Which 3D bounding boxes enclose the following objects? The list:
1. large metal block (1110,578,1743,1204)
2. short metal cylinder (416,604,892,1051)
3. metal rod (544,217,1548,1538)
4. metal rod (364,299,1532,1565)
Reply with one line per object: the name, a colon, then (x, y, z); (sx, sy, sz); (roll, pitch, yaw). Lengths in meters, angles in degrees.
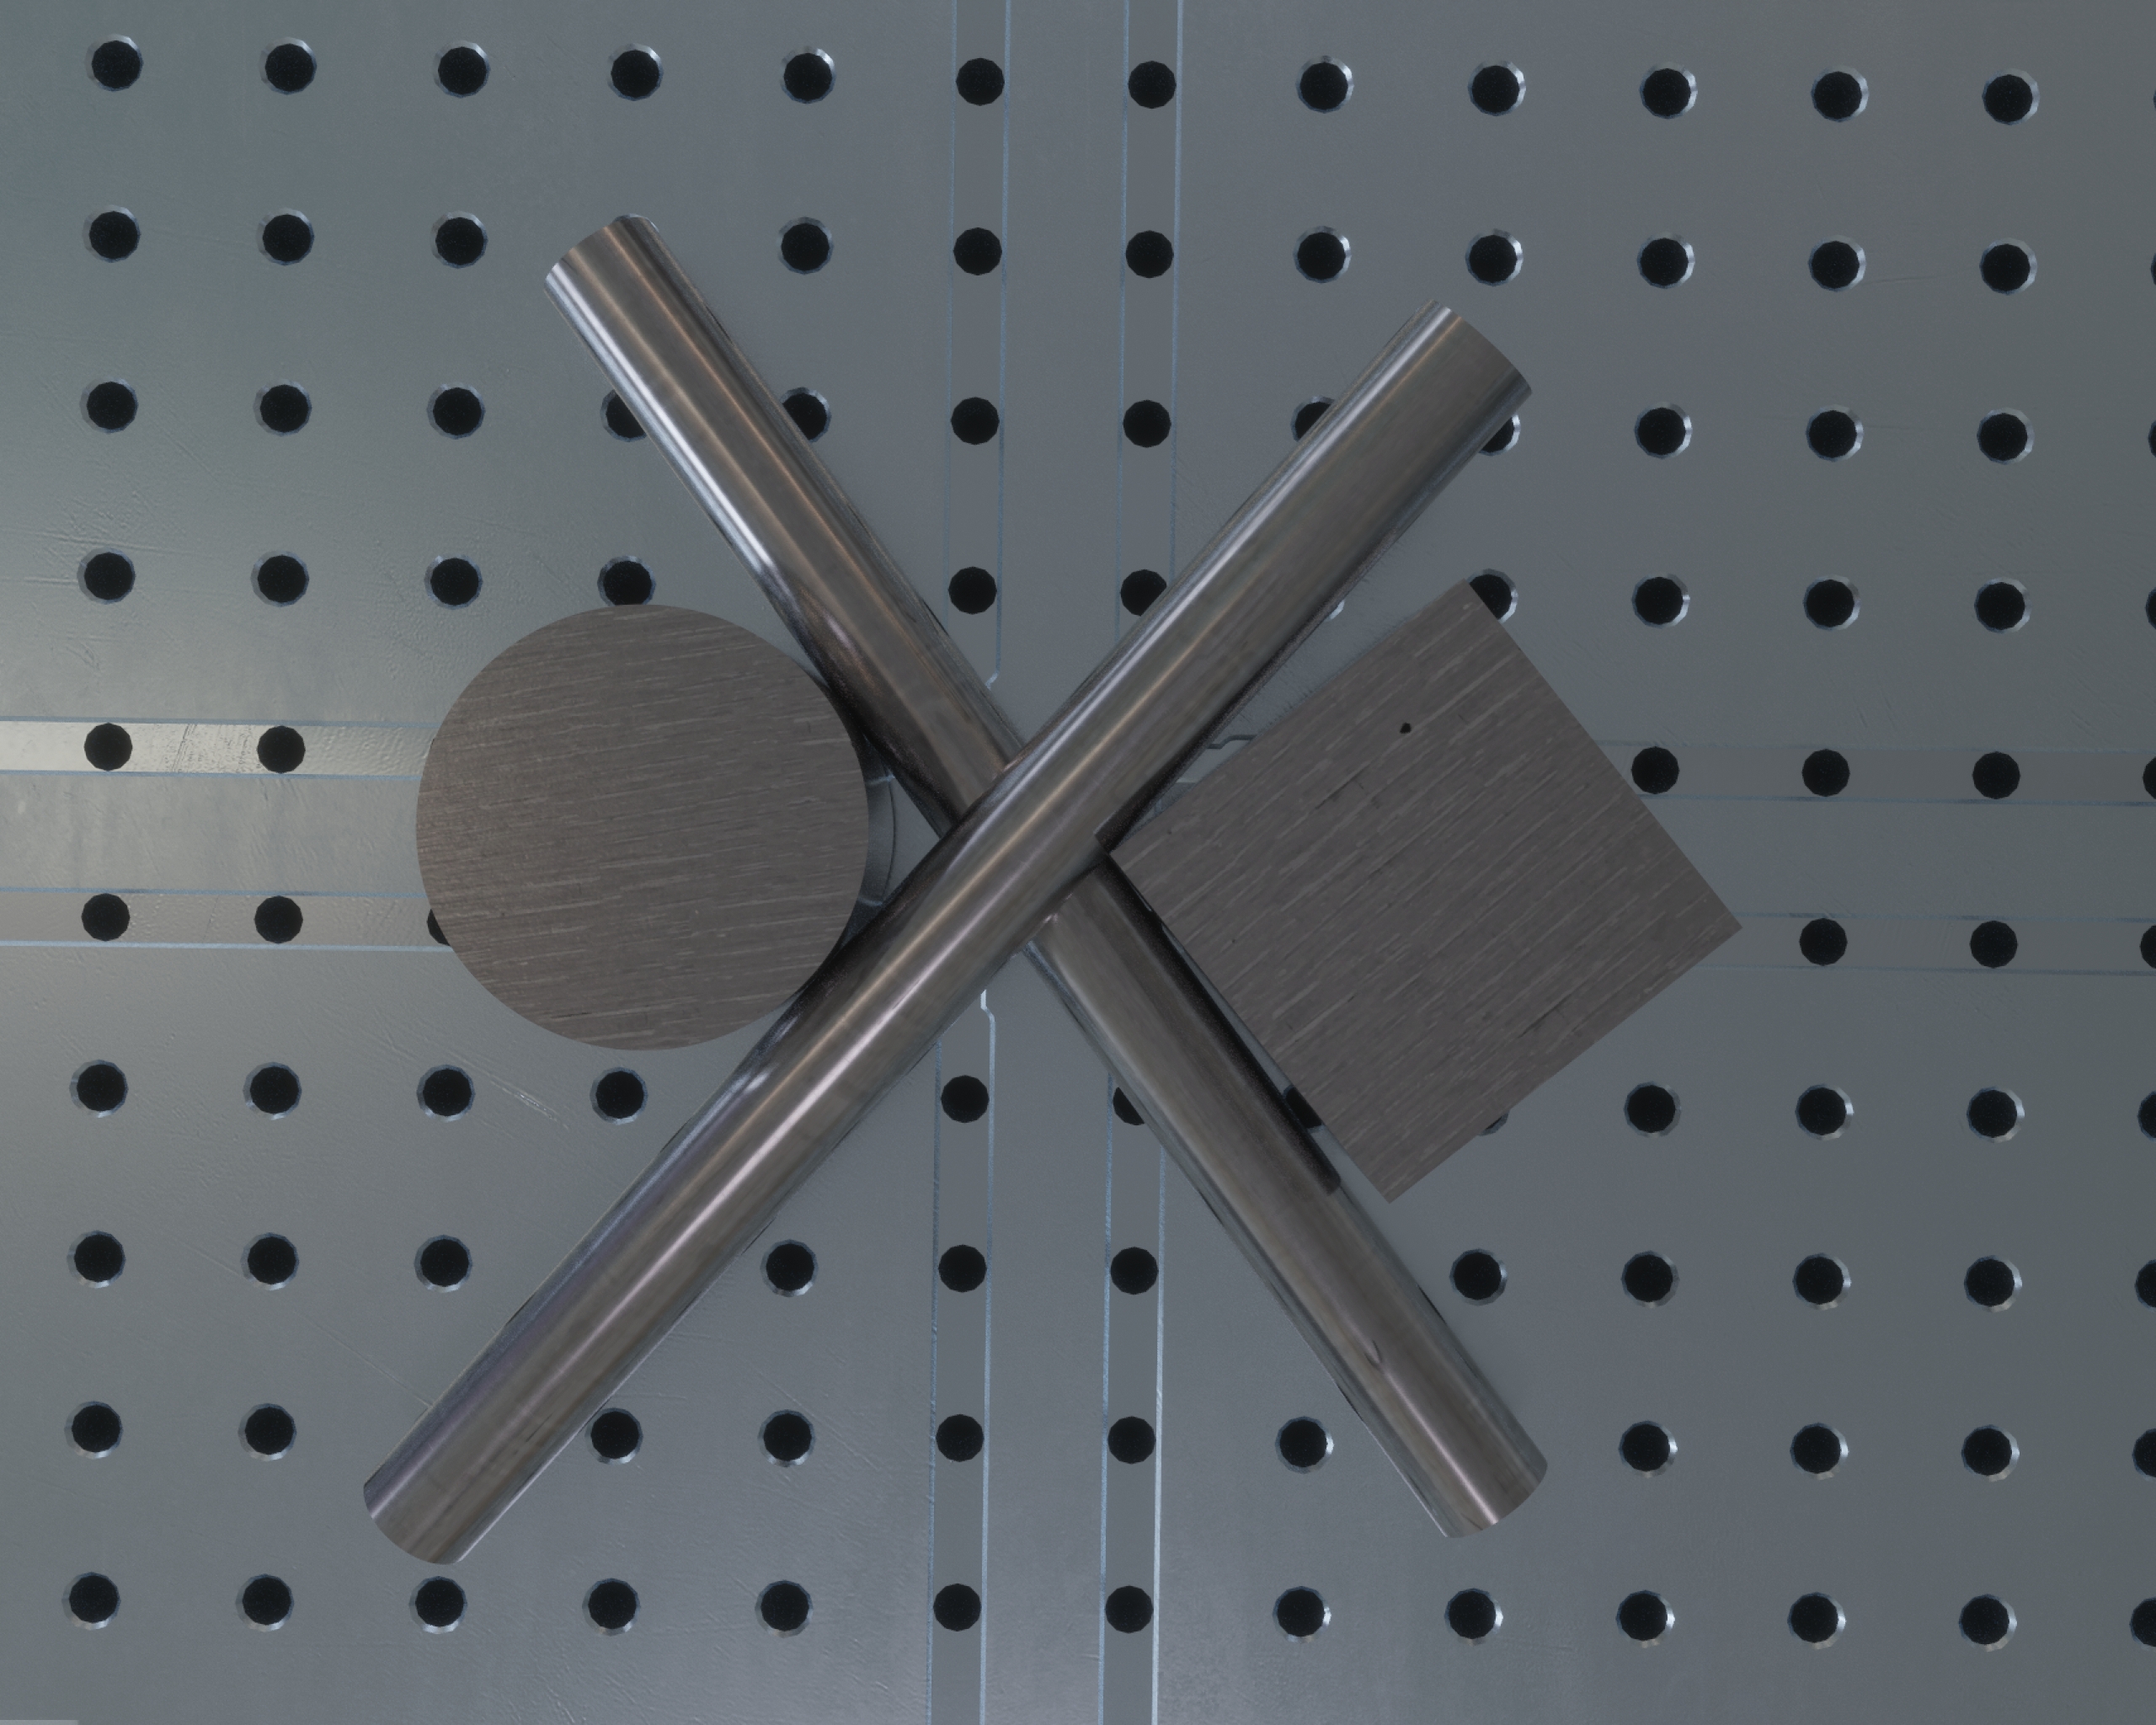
large metal block: (0.062, 0.005, 0.397); (0.080, 0.050, 0.080); (-38, 90, 0)
short metal cylinder: (-0.078, -0.006, 0.396); (0.081, 0.050, 0.079); (0, 90, 0)
metal rod: (-0.006, 0.003, 0.409); (0.025, 0.025, 0.299); (-36, 90, 0)
metal rod: (-0.029, 0.019, 0.388); (0.025, 0.025, 0.299); (42, 98, 0)
